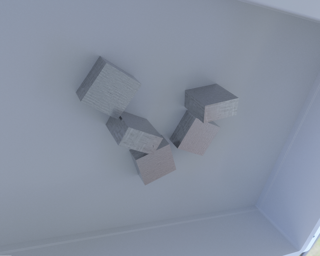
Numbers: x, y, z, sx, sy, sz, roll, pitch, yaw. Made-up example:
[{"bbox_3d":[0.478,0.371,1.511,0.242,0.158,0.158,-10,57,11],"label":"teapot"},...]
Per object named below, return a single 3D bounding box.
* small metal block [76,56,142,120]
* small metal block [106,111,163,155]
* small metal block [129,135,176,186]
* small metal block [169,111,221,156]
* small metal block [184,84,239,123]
[{"bbox_3d":[-0.058,-0.045,0.351,0.050,0.025,0.050,28,103,-38],"label":"small metal block"},{"bbox_3d":[-0.032,0.004,0.379,0.050,0.050,0.025,19,108,-36],"label":"small metal block"},{"bbox_3d":[-0.009,0.045,0.433,0.050,0.025,0.050,-25,128,-13],"label":"small metal block"},{"bbox_3d":[0.050,0.008,0.443,0.050,0.025,0.050,19,108,-36],"label":"small metal block"},{"bbox_3d":[0.067,-0.034,0.410,0.050,0.050,0.025,-14,124,-21],"label":"small metal block"}]
